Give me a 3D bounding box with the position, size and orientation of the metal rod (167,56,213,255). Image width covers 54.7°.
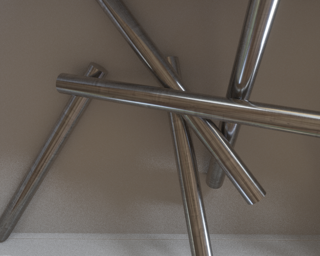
[{"bbox_3d":[0.035,0.062,0.374,0.025,0.025,0.298,-10,87,3],"label":"metal rod"}]

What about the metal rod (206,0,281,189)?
[{"bbox_3d":[0.083,-0.028,0.337,0.025,0.025,0.298,2,135,-1],"label":"metal rod"}]

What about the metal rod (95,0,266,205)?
[{"bbox_3d":[0.021,-0.040,0.354,0.025,0.025,0.299,-37,91,12],"label":"metal rod"}]

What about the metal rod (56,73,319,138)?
[{"bbox_3d":[0.025,-0.027,0.328,0.301,0.025,0.025,11,111,17],"label":"metal rod"}]

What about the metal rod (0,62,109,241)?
[{"bbox_3d":[-0.157,0.043,0.424,0.025,0.025,0.299,32,107,-11],"label":"metal rod"}]
